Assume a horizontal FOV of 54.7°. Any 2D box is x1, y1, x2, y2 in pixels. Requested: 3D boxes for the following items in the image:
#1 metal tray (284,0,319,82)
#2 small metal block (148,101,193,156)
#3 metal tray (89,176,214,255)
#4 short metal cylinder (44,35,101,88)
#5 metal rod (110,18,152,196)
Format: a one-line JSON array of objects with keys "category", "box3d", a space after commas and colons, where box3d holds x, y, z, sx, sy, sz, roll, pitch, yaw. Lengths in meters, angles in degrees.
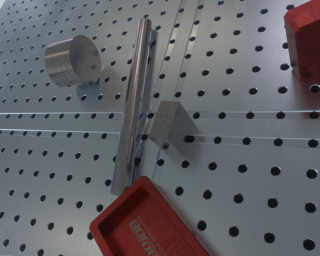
[{"category": "metal tray", "box3d": [0.205, -0.108, 0.325, 0.130, 0.090, 0.030, -22, 54, 15]}, {"category": "small metal block", "box3d": [0.015, 0.001, 0.384, 0.025, 0.050, 0.050, 5, 64, 30]}, {"category": "metal tray", "box3d": [-0.010, 0.126, 0.332, 0.090, 0.030, 0.130, -43, 51, -2]}, {"category": "short metal cylinder", "box3d": [-0.142, -0.109, 0.515, 0.050, 0.080, 0.080, -6, 59, 25]}, {"category": "metal rod", "box3d": [-0.037, -0.049, 0.457, 0.025, 0.025, 0.299, -9, 58, 23]}]
